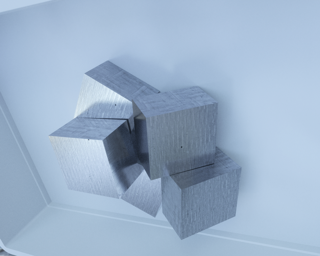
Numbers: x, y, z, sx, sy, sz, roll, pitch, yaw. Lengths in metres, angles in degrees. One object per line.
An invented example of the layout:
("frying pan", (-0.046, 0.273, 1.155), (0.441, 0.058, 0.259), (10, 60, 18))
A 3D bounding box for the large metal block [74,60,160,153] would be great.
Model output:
("large metal block", (-0.059, -0.027, 0.404), (0.080, 0.050, 0.079), (31, 128, 7))

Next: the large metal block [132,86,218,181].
("large metal block", (0.017, 0.004, 0.356), (0.081, 0.050, 0.079), (-13, 122, -17))

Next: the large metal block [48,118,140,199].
("large metal block", (-0.079, 0.035, 0.386), (0.080, 0.050, 0.079), (3, 119, 27))

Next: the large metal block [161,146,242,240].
("large metal block", (0.049, 0.079, 0.384), (0.050, 0.081, 0.079), (45, 144, 51))

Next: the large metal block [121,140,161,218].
("large metal block", (-0.022, 0.067, 0.438), (0.080, 0.050, 0.079), (26, 128, 11))
